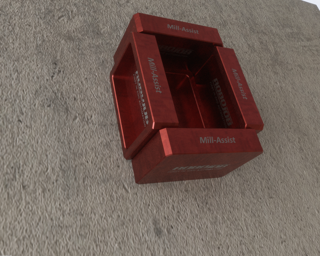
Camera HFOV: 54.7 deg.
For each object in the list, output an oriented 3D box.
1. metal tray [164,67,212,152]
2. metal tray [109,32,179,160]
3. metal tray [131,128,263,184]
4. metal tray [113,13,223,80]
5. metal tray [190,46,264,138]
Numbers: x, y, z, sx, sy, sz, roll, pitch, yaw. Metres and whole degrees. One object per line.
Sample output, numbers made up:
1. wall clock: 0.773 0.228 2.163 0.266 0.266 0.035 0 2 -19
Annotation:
1. metal tray: 0.016 -0.023 0.426 0.091 0.030 0.130 1 61 -28
2. metal tray: -0.025 -0.037 0.374 0.030 0.090 0.130 1 61 -28
3. metal tray: 0.043 0.034 0.367 0.131 0.090 0.030 1 62 -28
4. metal tray: 0.011 -0.107 0.436 0.131 0.090 0.030 1 62 -28
5. metal tray: 0.083 -0.036 0.432 0.030 0.090 0.130 1 61 -28
